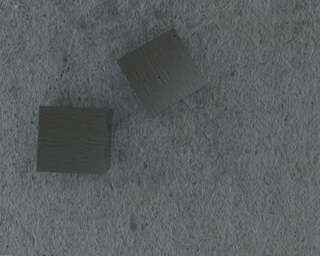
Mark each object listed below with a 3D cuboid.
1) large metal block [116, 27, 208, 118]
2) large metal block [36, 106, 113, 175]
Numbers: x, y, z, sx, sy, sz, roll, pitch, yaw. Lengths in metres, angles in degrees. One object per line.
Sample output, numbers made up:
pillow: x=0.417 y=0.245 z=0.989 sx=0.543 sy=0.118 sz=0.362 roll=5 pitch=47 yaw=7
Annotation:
large metal block: x=0.002 y=-0.067 z=0.397 sx=0.080 sy=0.050 sz=0.080 roll=-30 pitch=90 yaw=0
large metal block: x=-0.106 y=0.015 z=0.397 sx=0.081 sy=0.050 sz=0.080 roll=3 pitch=90 yaw=0
